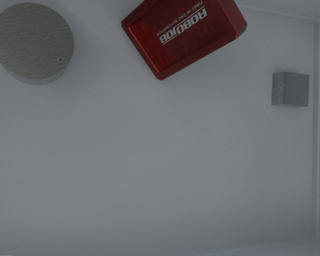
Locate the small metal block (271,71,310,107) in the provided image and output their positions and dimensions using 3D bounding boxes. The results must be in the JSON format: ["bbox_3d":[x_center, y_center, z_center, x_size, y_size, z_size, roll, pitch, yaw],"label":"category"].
[{"bbox_3d":[0.206,-0.060,0.489,0.050,0.025,0.050,3,89,-20],"label":"small metal block"}]

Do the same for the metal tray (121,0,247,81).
[{"bbox_3d":[0.023,-0.121,0.364,0.090,0.130,0.030,55,48,-12],"label":"metal tray"}]

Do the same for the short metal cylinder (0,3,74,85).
[{"bbox_3d":[-0.140,-0.091,0.346,0.081,0.050,0.079,0,90,-21],"label":"short metal cylinder"}]
